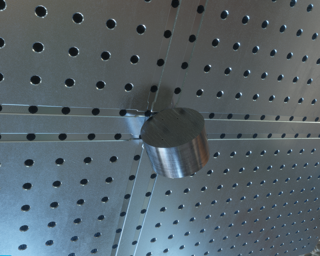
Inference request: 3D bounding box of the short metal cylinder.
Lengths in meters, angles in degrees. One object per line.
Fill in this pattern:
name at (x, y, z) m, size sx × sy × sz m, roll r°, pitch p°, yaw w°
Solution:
short metal cylinder at (0.020, 0.017, 0.396) m, size 0.080 × 0.080 × 0.050 m, roll -25°, pitch 127°, yaw -13°
